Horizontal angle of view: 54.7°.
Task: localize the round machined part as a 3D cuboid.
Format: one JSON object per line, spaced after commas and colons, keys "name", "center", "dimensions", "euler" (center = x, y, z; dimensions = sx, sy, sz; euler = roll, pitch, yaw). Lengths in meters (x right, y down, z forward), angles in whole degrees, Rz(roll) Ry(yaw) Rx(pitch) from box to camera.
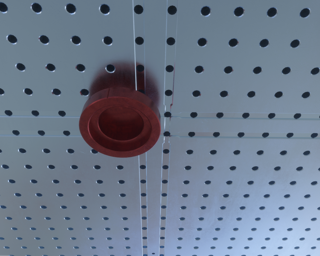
{"name": "round machined part", "center": [-0.048, -0.011, 0.390], "dimensions": [0.099, 0.042, 0.097], "euler": [-1, 130, 0]}
